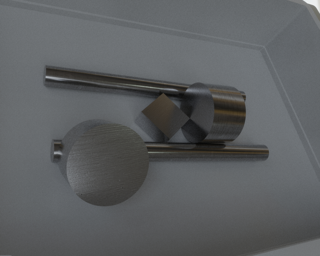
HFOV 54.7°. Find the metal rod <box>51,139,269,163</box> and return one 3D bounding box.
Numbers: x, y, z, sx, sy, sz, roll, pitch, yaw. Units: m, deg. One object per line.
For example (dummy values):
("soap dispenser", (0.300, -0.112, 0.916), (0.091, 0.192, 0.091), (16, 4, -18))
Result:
("metal rod", (0.020, 0.031, 0.397), (0.303, 0.025, 0.025), (3, 61, -27))

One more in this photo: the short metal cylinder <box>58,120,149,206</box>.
("short metal cylinder", (-0.058, 0.033, 0.315), (0.081, 0.050, 0.079), (-3, 97, -27))

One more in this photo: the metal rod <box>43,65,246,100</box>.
("metal rod", (-0.003, -0.055, 0.437), (0.303, 0.025, 0.025), (3, 61, -27))

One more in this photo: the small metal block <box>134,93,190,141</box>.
("small metal block", (0.003, -0.011, 0.413), (0.050, 0.025, 0.050), (44, 51, 2))

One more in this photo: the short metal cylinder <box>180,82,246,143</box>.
("short metal cylinder", (0.069, -0.019, 0.420), (0.050, 0.080, 0.080), (2, 61, -28))
